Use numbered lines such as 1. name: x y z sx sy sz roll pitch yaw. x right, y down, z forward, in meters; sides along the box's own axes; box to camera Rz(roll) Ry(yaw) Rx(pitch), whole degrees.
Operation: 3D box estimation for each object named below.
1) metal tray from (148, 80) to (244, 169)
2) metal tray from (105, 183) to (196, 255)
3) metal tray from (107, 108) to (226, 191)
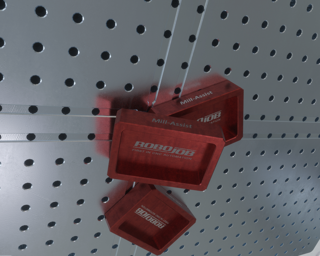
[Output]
1. metal tray: 0.054 -0.004 0.434 0.131 0.030 0.090 -21 127 -16
2. metal tray: -0.011 0.143 0.489 0.090 0.030 0.130 -43 129 2
3. metal tray: 0.005 0.030 0.388 0.131 0.030 0.089 9 125 -7
